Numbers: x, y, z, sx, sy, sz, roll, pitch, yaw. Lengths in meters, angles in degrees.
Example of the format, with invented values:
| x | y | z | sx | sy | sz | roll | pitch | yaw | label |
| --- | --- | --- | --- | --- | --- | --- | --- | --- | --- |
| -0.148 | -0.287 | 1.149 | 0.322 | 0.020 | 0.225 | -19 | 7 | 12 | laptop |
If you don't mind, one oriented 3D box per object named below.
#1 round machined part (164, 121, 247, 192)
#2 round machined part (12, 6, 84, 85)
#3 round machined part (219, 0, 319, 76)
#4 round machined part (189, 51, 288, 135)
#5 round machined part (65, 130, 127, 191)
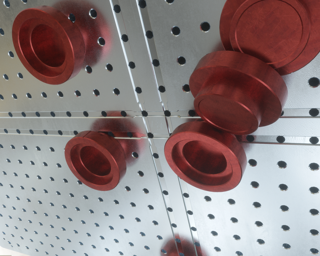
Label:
| x | y | z | sx | sy | sz | roll | pitch | yaw | label |
| --- | --- | --- | --- | --- | --- | --- | --- | --- | --- |
| 0.058 | 0.030 | 0.381 | 0.098 | 0.042 | 0.097 | 19 | 136 | 19 | round machined part |
| -0.140 | -0.110 | 0.407 | 0.098 | 0.042 | 0.097 | 13 | 124 | 21 | round machined part |
| 0.103 | -0.093 | 0.288 | 0.098 | 0.042 | 0.097 | 13 | 124 | 20 | round machined part |
| 0.074 | -0.028 | 0.316 | 0.098 | 0.042 | 0.098 | 25 | 158 | 11 | round machined part |
| -0.094 | 0.046 | 0.479 | 0.098 | 0.042 | 0.097 | 13 | 124 | 21 | round machined part |
